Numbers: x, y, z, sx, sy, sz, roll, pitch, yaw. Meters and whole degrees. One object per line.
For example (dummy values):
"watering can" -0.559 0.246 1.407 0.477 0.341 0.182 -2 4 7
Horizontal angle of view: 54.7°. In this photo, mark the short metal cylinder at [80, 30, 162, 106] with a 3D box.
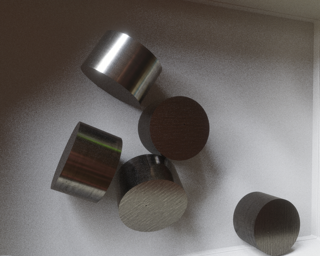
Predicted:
"short metal cylinder" -0.045 -0.068 0.365 0.080 0.080 0.050 35 79 -17

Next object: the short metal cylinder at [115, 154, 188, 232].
"short metal cylinder" -0.012 0.079 0.376 0.081 0.050 0.079 -6 120 -10

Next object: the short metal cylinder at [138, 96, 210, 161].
"short metal cylinder" 0.017 0.000 0.405 0.081 0.050 0.079 0 90 -21

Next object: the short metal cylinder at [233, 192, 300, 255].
"short metal cylinder" 0.157 0.139 0.457 0.081 0.050 0.079 0 90 -20

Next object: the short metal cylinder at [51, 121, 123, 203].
"short metal cylinder" -0.083 0.039 0.351 0.050 0.080 0.080 24 82 -19
